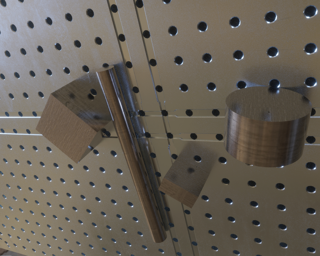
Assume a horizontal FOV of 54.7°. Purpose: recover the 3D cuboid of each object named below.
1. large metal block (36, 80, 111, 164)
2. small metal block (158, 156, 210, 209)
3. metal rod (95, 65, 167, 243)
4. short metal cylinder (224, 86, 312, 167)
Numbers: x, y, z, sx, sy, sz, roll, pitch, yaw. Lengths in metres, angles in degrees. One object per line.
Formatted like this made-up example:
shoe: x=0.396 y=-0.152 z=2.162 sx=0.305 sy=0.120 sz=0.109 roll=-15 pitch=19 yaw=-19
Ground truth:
large metal block: x=-0.123 y=-0.008 z=0.453 sx=0.080 sy=0.050 sz=0.080 roll=40 pitch=129 yaw=0
small metal block: x=0.033 y=0.073 z=0.421 sx=0.050 sy=0.050 sz=0.025 roll=28 pitch=128 yaw=10
metal rod: x=-0.036 y=0.054 z=0.461 sx=0.025 sy=0.025 sz=0.298 roll=-1 pitch=118 yaw=28
short metal cylinder: x=0.107 y=-0.004 z=0.316 sx=0.080 sy=0.080 sz=0.050 roll=10 pitch=123 yaw=22
